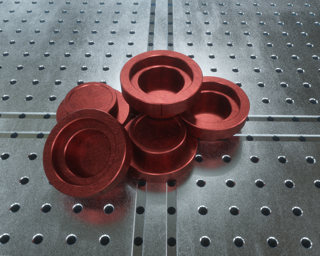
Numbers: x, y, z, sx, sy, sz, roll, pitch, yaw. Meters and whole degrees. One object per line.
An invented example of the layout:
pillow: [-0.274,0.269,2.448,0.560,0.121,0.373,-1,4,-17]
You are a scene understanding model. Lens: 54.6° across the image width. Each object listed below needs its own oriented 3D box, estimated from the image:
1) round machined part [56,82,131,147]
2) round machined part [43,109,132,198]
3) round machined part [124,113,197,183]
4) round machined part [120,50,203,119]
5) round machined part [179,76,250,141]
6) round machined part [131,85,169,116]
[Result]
round machined part: [-0.090,-0.024,0.417,0.099,0.042,0.098,0,50,0]
round machined part: [-0.078,0.030,0.354,0.098,0.042,0.098,-4,72,13]
round machined part: [-0.003,0.015,0.383,0.099,0.042,0.098,0,50,0]
round machined part: [0.002,-0.050,0.383,0.099,0.042,0.098,0,50,0]
round machined part: [0.066,-0.022,0.415,0.099,0.042,0.098,0,50,0]
round machined part: [-0.003,-0.060,0.447,0.099,0.042,0.098,0,50,0]
